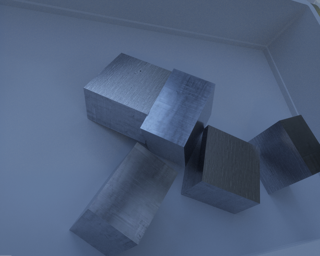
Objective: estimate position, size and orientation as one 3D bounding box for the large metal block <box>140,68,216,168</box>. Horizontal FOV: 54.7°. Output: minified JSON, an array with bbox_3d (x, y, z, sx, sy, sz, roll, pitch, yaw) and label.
[{"bbox_3d":[0.023,-0.009,0.365,0.050,0.080,0.080,23,72,14],"label":"large metal block"}]

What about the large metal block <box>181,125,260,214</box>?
[{"bbox_3d":[0.080,0.054,0.399,0.080,0.050,0.080,23,53,-14],"label":"large metal block"}]

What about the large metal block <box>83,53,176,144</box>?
[{"bbox_3d":[-0.033,-0.039,0.378,0.080,0.050,0.080,23,50,14],"label":"large metal block"}]

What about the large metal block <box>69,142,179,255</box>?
[{"bbox_3d":[-0.037,0.073,0.306,0.050,0.080,0.080,38,51,-3],"label":"large metal block"}]

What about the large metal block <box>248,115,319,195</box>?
[{"bbox_3d":[0.178,0.039,0.442,0.050,0.080,0.080,-12,68,-33],"label":"large metal block"}]
